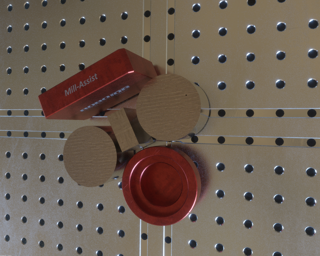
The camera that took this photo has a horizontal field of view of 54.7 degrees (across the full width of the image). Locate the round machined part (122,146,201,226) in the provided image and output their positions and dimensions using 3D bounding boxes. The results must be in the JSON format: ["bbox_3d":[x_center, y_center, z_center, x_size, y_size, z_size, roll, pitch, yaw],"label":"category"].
[{"bbox_3d":[0.005,0.071,0.397,0.098,0.042,0.097,0,90,19],"label":"round machined part"}]

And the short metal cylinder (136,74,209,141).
[{"bbox_3d":[0.017,-0.024,0.389,0.080,0.050,0.079,0,90,20],"label":"short metal cylinder"}]

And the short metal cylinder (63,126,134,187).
[{"bbox_3d":[-0.083,0.037,0.424,0.080,0.050,0.079,0,90,20],"label":"short metal cylinder"}]

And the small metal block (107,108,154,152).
[{"bbox_3d":[-0.038,0.002,0.408,0.025,0.050,0.050,-27,81,18],"label":"small metal block"}]

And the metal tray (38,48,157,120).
[{"bbox_3d":[-0.076,-0.050,0.400,0.130,0.090,0.030,-25,82,19],"label":"metal tray"}]
